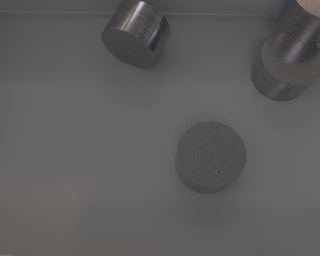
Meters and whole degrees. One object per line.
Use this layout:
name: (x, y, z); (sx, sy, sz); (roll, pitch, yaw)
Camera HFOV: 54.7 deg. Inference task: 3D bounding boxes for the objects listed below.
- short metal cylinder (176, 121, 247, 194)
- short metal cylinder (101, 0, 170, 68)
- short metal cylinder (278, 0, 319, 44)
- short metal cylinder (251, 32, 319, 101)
short metal cylinder: (0.060, 0.038, 0.383); (0.081, 0.050, 0.080); (0, 70, 0)
short metal cylinder: (-0.033, -0.127, 0.427); (0.080, 0.080, 0.050); (22, 72, 8)
short metal cylinder: (0.203, -0.157, 0.402); (0.081, 0.050, 0.080); (0, 70, -1)
short metal cylinder: (0.173, -0.083, 0.428); (0.081, 0.050, 0.080); (0, 70, 0)
